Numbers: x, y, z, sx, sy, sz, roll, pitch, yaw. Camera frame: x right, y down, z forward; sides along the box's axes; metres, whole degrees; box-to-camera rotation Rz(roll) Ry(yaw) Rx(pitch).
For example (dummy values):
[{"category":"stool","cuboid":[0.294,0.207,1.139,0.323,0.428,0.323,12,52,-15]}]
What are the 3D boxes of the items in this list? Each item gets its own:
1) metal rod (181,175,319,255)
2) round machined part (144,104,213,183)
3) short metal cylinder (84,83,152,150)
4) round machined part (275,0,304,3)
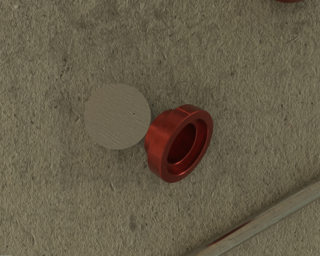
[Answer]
[{"category":"metal rod","cuboid":[0.126,0.128,0.411,0.301,0.025,0.025,-30,90,0]},{"category":"round machined part","cuboid":[0.019,0.015,0.383,0.042,0.098,0.098,30,90,34]},{"category":"short metal cylinder","cuboid":[-0.050,-0.014,0.396,0.080,0.050,0.080,0,89,2]},{"category":"round machined part","cuboid":[0.168,-0.211,0.403,0.099,0.042,0.097,0,90,0]}]
